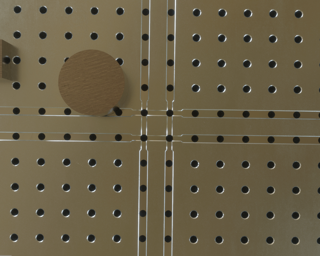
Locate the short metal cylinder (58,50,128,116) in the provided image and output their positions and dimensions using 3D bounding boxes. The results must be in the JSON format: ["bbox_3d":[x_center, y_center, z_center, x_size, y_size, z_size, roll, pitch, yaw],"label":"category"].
[{"bbox_3d":[-0.083,-0.056,0.400,0.081,0.050,0.080,0,90,0],"label":"short metal cylinder"}]

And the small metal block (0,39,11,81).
[{"bbox_3d":[-0.229,-0.090,0.411,0.050,0.025,0.050,0,90,0],"label":"small metal block"}]
